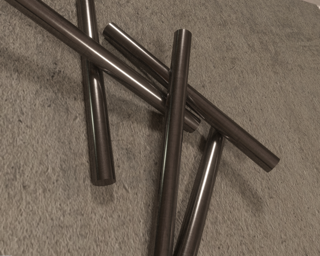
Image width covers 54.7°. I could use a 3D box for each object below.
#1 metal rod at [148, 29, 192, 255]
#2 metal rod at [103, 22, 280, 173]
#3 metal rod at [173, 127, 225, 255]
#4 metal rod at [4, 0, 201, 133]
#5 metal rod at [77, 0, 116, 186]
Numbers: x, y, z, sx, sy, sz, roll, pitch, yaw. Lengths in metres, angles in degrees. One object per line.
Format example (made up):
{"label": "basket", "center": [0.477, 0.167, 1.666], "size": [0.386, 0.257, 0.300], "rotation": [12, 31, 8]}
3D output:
{"label": "metal rod", "center": [0.016, 0.005, 0.378], "size": [0.025, 0.025, 0.299], "rotation": [16, 65, -20]}
{"label": "metal rod", "center": [0.038, -0.047, 0.432], "size": [0.300, 0.025, 0.025], "rotation": [41, 50, 8]}
{"label": "metal rod", "center": [0.044, 0.099, 0.368], "size": [0.025, 0.025, 0.300], "rotation": [31, 52, -9]}
{"label": "metal rod", "center": [-0.069, -0.085, 0.387], "size": [0.301, 0.025, 0.025], "rotation": [35, 51, -18]}
{"label": "metal rod", "center": [-0.087, -0.072, 0.402], "size": [0.025, 0.025, 0.299], "rotation": [3, 60, -27]}
